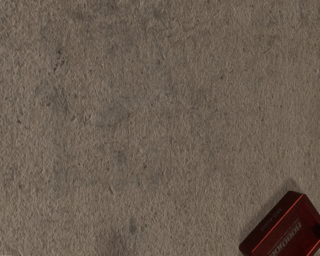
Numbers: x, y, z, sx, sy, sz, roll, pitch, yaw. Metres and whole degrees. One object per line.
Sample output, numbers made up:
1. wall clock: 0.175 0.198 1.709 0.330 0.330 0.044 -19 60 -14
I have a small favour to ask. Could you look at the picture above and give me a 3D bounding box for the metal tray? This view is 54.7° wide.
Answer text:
1. metal tray: 0.196 0.174 0.481 0.130 0.030 0.090 -41 103 -16
